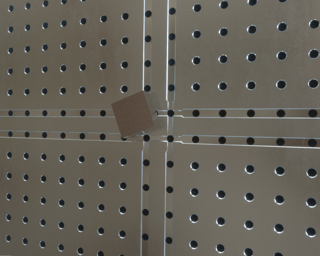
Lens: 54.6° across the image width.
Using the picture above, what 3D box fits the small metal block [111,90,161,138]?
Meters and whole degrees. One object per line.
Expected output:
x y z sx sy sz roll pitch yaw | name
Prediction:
-0.033 -0.018 0.425 0.050 0.025 0.050 -21 83 19 | small metal block
